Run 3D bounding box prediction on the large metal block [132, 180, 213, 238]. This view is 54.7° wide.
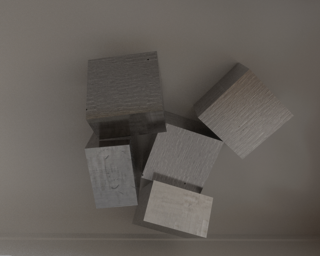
[{"bbox_3d":[0.014,0.112,0.415,0.080,0.080,0.050,18,67,-9],"label":"large metal block"}]

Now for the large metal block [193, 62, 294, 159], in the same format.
[{"bbox_3d":[0.101,-0.022,0.390,0.080,0.050,0.080,42,104,-14],"label":"large metal block"}]

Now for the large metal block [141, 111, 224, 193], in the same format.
[{"bbox_3d":[0.027,0.031,0.409,0.080,0.050,0.079,18,109,-7],"label":"large metal block"}]

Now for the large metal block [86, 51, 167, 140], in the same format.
[{"bbox_3d":[-0.038,-0.037,0.360,0.080,0.080,0.050,-7,152,3],"label":"large metal block"}]

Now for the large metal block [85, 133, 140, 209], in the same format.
[{"bbox_3d":[-0.056,0.044,0.396,0.050,0.080,0.079,-5,110,1],"label":"large metal block"}]
